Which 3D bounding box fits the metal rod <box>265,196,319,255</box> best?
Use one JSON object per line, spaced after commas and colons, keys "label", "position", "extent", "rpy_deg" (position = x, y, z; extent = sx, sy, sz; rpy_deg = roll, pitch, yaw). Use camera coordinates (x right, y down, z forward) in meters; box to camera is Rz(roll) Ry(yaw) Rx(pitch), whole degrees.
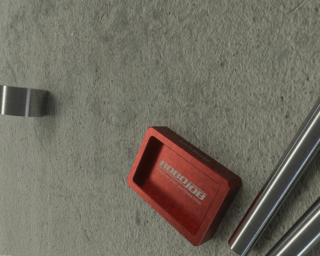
{"label": "metal rod", "position": [0.156, 0.065, 0.275], "extent": [0.025, 0.025, 0.298], "rpy_deg": [44, 116, 31]}

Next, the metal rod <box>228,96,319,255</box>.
{"label": "metal rod", "position": [0.144, 0.001, 0.285], "extent": [0.025, 0.025, 0.298], "rpy_deg": [38, 113, 33]}

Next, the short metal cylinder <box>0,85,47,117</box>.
{"label": "short metal cylinder", "position": [-0.254, -0.050, 0.575], "extent": [0.080, 0.081, 0.050], "rpy_deg": [11, 97, 39]}

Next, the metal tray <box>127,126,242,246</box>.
{"label": "metal tray", "position": [0.023, 0.066, 0.380], "extent": [0.130, 0.030, 0.089], "rpy_deg": [35, 111, 34]}
